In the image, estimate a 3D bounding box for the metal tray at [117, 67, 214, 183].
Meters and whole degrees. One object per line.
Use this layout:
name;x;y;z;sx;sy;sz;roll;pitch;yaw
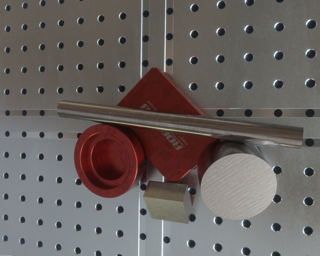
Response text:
metal tray;0.009;-0.004;0.407;0.090;0.030;0.130;-45;77;14

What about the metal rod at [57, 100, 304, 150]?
metal rod;0.008;-0.007;0.375;0.301;0.025;0.025;8;93;19

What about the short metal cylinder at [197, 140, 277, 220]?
short metal cylinder;0.084;0.056;0.353;0.081;0.050;0.079;0;108;2

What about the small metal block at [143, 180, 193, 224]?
small metal block;0.011;0.094;0.393;0.050;0.025;0.050;3;134;19

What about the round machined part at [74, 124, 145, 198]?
round machined part;-0.064;0.041;0.420;0.098;0.042;0.097;3;97;24
